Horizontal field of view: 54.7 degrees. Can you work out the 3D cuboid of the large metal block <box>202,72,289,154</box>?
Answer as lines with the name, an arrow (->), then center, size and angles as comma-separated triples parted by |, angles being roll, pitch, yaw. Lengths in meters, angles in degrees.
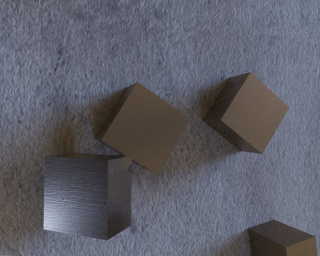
large metal block -> 0.122, -0.020, 0.442 | 0.080, 0.050, 0.080 | 37, 78, -17

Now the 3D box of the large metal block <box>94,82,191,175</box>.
large metal block -> -0.023, 0.001, 0.388 | 0.080, 0.050, 0.080 | 33, 79, -17

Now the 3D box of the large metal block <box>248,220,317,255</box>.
large metal block -> 0.178, 0.189, 0.448 | 0.050, 0.080, 0.079 | -10, 94, -20

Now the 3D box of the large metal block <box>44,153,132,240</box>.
large metal block -> -0.079, 0.071, 0.345 | 0.080, 0.050, 0.079 | 1, 90, 22
